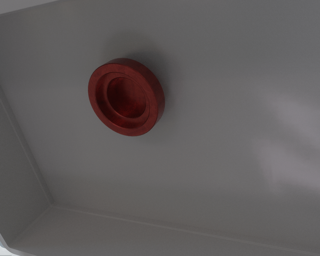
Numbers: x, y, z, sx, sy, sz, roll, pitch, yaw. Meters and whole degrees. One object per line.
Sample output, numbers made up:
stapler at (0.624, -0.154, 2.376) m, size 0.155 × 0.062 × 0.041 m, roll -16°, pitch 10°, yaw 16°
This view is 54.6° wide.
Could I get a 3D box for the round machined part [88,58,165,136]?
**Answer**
round machined part at (-0.038, -0.042, 0.393) m, size 0.098 × 0.042 × 0.097 m, roll 13°, pitch 124°, yaw 21°
